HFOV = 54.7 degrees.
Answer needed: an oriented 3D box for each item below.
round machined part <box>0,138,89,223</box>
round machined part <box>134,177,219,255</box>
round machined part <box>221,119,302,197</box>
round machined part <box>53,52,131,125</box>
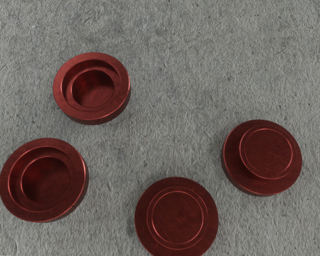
[{"bbox_3d":[-0.135,0.064,0.375,0.099,0.042,0.098,0,70,0],"label":"round machined part"},{"bbox_3d":[0.019,0.105,0.361,0.099,0.042,0.098,0,70,0],"label":"round machined part"},{"bbox_3d":[0.129,0.034,0.387,0.099,0.042,0.098,0,70,0],"label":"round machined part"},{"bbox_3d":[-0.088,-0.049,0.416,0.099,0.042,0.098,0,70,0],"label":"round machined part"}]
